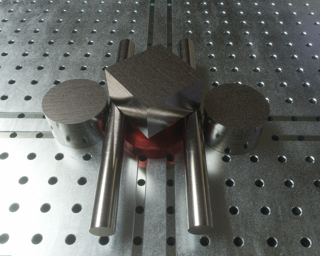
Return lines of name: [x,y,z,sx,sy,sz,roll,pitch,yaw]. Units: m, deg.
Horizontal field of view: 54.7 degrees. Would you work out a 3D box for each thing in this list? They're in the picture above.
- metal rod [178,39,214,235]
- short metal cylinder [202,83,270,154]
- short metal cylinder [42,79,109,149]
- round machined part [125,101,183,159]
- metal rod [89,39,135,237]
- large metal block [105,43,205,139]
metal rod: [0.040,-0.016,0.394,0.025,0.025,0.300,0,50,0]
short metal cylinder: [0.095,-0.013,0.402,0.080,0.050,0.080,0,50,0]
short metal cylinder: [-0.107,-0.019,0.407,0.080,0.050,0.080,0,50,0]
round machined part: [-0.007,-0.011,0.406,0.099,0.042,0.098,0,50,0]
metal rod: [-0.054,-0.015,0.393,0.025,0.025,0.300,0,50,0]
large metal block: [-0.007,-0.047,0.369,0.081,0.050,0.080,-31,57,-24]
